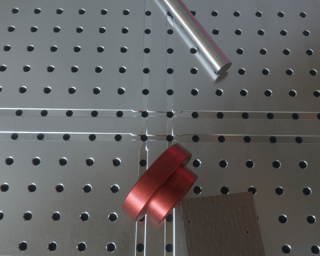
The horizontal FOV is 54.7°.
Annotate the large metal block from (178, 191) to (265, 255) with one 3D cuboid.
[{"bbox_3d":[0.067,0.121,0.355,0.081,0.050,0.080,-6,70,-2],"label":"large metal block"}]

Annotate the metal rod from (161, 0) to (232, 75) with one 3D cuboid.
[{"bbox_3d":[0.013,-0.205,0.486,0.025,0.025,0.299,-30,73,-10],"label":"metal rod"}]

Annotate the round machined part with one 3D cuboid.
[{"bbox_3d":[0.006,0.068,0.348,0.042,0.098,0.098,39,75,13],"label":"round machined part"}]
